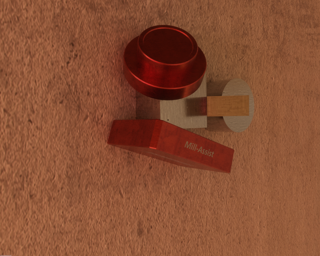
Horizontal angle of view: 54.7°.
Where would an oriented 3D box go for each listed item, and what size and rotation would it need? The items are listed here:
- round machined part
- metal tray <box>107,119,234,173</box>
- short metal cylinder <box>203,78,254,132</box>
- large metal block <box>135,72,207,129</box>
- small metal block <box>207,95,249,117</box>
[{"bbox_3d":[0.007,-0.083,0.363,0.098,0.098,0.042,-44,161,-31],"label":"round machined part"},{"bbox_3d":[0.015,0.023,0.376,0.131,0.090,0.030,21,77,-38],"label":"metal tray"},{"bbox_3d":[0.099,-0.033,0.474,0.081,0.050,0.080,0,90,-40],"label":"short metal cylinder"},{"bbox_3d":[0.015,-0.039,0.403,0.081,0.050,0.079,-2,92,-40],"label":"large metal block"},{"bbox_3d":[0.087,-0.029,0.403,0.050,0.050,0.025,-30,119,-80],"label":"small metal block"}]
